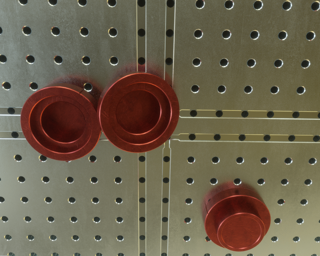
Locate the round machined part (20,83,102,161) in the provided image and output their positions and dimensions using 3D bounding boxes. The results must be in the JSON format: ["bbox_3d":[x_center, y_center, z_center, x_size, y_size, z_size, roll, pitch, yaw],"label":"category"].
[{"bbox_3d":[-0.121,-0.010,0.399,0.099,0.042,0.097,0,110,0],"label":"round machined part"}]

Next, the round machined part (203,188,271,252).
[{"bbox_3d":[0.115,0.142,0.458,0.099,0.042,0.097,0,110,-1],"label":"round machined part"}]

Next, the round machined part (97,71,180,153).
[{"bbox_3d":[-0.029,-0.022,0.386,0.099,0.042,0.097,-5,106,-18],"label":"round machined part"}]
